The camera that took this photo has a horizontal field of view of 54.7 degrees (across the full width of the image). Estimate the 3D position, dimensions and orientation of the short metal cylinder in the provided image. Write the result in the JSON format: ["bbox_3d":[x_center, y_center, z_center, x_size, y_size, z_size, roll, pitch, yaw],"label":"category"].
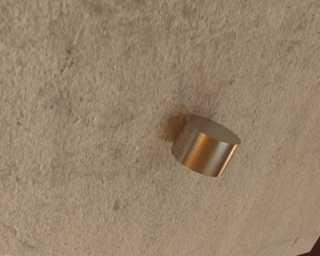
[{"bbox_3d":[0.061,0.022,0.421,0.081,0.080,0.050,11,113,-33],"label":"short metal cylinder"}]
